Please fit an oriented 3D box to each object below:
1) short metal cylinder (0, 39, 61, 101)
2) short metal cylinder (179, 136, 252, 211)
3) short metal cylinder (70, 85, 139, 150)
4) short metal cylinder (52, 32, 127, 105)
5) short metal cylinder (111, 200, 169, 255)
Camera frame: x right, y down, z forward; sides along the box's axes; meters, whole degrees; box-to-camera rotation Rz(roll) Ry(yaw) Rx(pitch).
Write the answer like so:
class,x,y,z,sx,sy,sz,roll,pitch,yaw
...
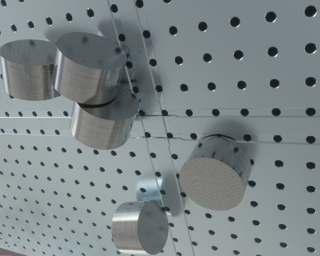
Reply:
class,x,y,z,sx,sy,sz,roll,pitch,yaw
short metal cylinder,-0.166,-0.079,0.412,0.080,0.080,0.050,23,127,14
short metal cylinder,0.071,0.057,0.392,0.080,0.050,0.079,13,124,20
short metal cylinder,-0.073,-0.018,0.401,0.080,0.080,0.050,29,128,9
short metal cylinder,-0.086,-0.073,0.374,0.080,0.080,0.050,30,128,8
short metal cylinder,-0.030,0.155,0.486,0.050,0.080,0.080,-13,112,33
